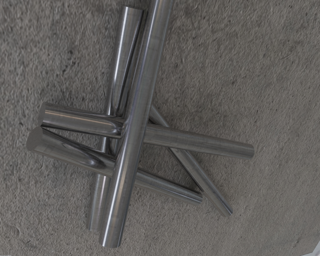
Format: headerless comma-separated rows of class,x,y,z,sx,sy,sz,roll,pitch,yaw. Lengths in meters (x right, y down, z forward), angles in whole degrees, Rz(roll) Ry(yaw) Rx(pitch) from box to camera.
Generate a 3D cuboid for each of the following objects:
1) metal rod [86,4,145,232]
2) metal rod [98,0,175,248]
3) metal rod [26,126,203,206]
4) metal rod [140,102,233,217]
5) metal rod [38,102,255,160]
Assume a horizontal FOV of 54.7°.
metal rod,-0.060,0.008,0.378,0.025,0.025,0.298,-1,119,-28
metal rod,-0.023,-0.019,0.326,0.025,0.025,0.298,9,96,-32
metal rod,-0.030,0.063,0.402,0.025,0.025,0.301,-51,137,8
metal rod,0.050,0.061,0.471,0.025,0.025,0.300,-40,130,-1
metal rod,0.009,0.011,0.384,0.302,0.025,0.025,11,113,-33
